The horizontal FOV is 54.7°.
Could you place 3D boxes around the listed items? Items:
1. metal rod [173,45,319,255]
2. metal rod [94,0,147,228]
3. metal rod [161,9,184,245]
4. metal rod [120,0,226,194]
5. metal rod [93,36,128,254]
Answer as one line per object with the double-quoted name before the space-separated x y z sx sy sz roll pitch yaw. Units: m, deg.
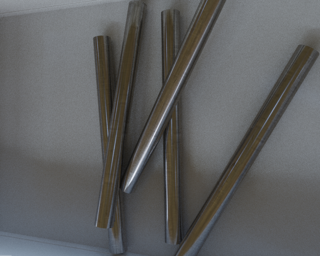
"metal rod" 0.097 0.041 0.370 0.025 0.025 0.299 31 98 17
"metal rod" -0.051 -0.020 0.412 0.025 0.025 0.298 7 86 20
"metal rod" 0.016 -0.002 0.404 0.025 0.025 0.298 -1 90 20
"metal rod" 0.015 -0.046 0.371 0.025 0.025 0.298 31 111 17
"metal rod" -0.070 0.022 0.435 0.025 0.025 0.298 -5 88 20
